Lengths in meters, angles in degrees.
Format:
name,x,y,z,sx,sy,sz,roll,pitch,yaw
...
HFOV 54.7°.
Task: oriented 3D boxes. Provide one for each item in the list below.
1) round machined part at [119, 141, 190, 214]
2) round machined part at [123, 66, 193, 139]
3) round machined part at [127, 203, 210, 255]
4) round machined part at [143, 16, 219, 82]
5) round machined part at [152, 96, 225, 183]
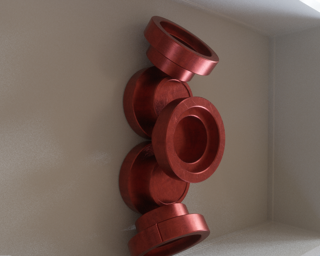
name,x,y,z,sx,sy,sz,roll,pitch,yaw
round machined part,0.001,0.065,0.395,0.099,0.042,0.097,0,90,-40
round machined part,0.005,-0.032,0.399,0.099,0.042,0.097,0,90,-40
round machined part,0.008,0.126,0.379,0.099,0.098,0.042,8,47,-40
round machined part,0.022,-0.095,0.390,0.099,0.098,0.042,9,127,-40
round machined part,0.029,0.013,0.364,0.099,0.042,0.097,0,90,-40
